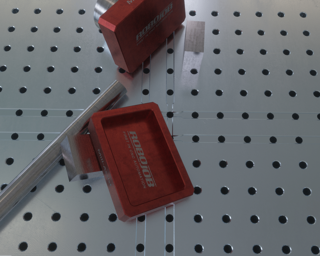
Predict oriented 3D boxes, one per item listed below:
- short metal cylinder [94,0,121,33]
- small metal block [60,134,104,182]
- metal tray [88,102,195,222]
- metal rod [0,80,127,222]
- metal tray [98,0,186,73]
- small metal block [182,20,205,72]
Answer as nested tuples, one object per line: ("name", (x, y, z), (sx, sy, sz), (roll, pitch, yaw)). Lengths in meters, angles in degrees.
("short metal cylinder", (-0.047, -0.163, 0.442), (0.050, 0.080, 0.080), (38, 74, 12))
("small metal block", (-0.090, 0.035, 0.385), (0.050, 0.025, 0.050), (-4, 65, -40))
("metal tray", (-0.025, 0.036, 0.379), (0.091, 0.030, 0.130), (-13, 69, -27))
("metal rod", (-0.152, 0.049, 0.392), (0.025, 0.025, 0.301), (38, 74, 13))
("metal tray", (-0.018, -0.150, 0.428), (0.030, 0.090, 0.130), (34, 72, 23))
("small metal block", (0.047, -0.116, 0.441), (0.025, 0.050, 0.050), (5, 70, 2))
